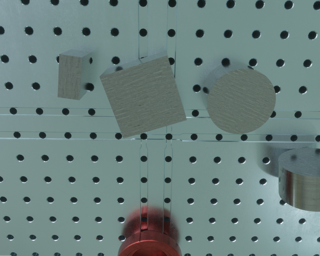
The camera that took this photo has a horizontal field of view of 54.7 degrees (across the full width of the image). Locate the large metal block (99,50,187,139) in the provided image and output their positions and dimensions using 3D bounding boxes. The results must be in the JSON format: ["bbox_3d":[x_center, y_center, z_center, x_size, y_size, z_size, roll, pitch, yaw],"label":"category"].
[{"bbox_3d":[-0.018,-0.042,0.384,0.080,0.050,0.080,-17,109,6],"label":"large metal block"}]

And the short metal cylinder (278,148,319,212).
[{"bbox_3d":[0.200,0.066,0.410,0.080,0.080,0.050,-8,110,2],"label":"short metal cylinder"}]

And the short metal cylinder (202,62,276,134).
[{"bbox_3d":[0.096,-0.039,0.387,0.081,0.050,0.079,0,110,0],"label":"short metal cylinder"}]

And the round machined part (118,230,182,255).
[{"bbox_3d":[-0.016,0.198,0.477,0.099,0.042,0.097,0,110,0],"label":"round machined part"}]

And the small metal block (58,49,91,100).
[{"bbox_3d":[-0.103,-0.066,0.375,0.025,0.050,0.050,8,110,-3],"label":"small metal block"}]
